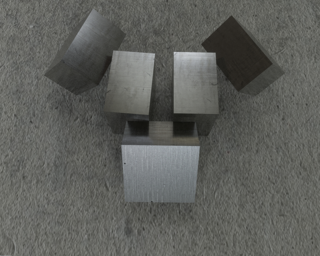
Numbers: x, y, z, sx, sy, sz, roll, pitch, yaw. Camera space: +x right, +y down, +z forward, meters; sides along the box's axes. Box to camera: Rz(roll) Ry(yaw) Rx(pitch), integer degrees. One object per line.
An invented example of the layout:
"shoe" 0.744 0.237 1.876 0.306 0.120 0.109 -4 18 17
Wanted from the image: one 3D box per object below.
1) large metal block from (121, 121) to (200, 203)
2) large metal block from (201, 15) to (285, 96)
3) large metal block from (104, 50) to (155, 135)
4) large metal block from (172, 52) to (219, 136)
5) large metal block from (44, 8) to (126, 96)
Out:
"large metal block" 0.001 0.039 0.359 0.081 0.079 0.050 1 31 0
"large metal block" 0.111 -0.091 0.408 0.050 0.080 0.080 -41 71 25
"large metal block" -0.034 -0.040 0.395 0.050 0.080 0.080 5 70 1
"large metal block" 0.041 -0.040 0.395 0.050 0.080 0.080 1 70 0
"large metal block" -0.099 -0.095 0.404 0.050 0.080 0.080 34 69 -27
